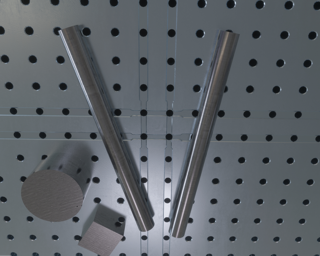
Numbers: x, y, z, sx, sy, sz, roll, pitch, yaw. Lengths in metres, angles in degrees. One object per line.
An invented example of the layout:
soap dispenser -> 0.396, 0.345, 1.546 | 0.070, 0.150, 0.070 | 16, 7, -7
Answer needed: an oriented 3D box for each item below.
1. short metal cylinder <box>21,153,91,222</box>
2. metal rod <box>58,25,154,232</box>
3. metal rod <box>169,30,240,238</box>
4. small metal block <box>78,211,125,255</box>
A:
short metal cylinder -> -0.141, 0.081, 0.429 | 0.081, 0.050, 0.079 | 0, 110, 0
metal rod -> -0.065, 0.015, 0.417 | 0.025, 0.025, 0.298 | -16, 110, 6
metal rod -> 0.054, 0.022, 0.421 | 0.025, 0.025, 0.298 | 11, 110, -4
small metal block -> -0.089, 0.163, 0.473 | 0.050, 0.025, 0.050 | 30, 107, -11
